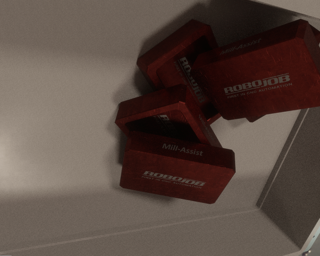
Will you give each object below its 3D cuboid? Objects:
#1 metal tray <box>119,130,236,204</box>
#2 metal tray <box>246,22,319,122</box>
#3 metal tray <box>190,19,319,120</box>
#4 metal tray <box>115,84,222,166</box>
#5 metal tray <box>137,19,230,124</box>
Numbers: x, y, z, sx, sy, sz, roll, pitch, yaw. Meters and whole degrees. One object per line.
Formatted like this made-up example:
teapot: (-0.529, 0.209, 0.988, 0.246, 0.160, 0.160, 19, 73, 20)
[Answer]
metal tray: (0.019, 0.053, 0.394, 0.131, 0.030, 0.089, 11, 139, -4)
metal tray: (0.157, -0.071, 0.421, 0.090, 0.030, 0.130, -29, 149, -10)
metal tray: (0.110, -0.056, 0.346, 0.090, 0.130, 0.030, 47, 53, -29)
metal tray: (0.016, 0.010, 0.391, 0.090, 0.030, 0.130, -15, 134, 24)
metal tray: (0.041, -0.057, 0.394, 0.090, 0.030, 0.130, -37, 130, -4)
